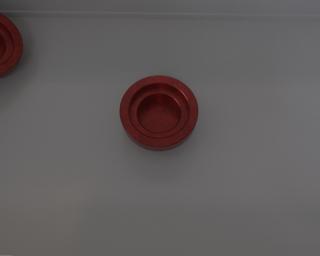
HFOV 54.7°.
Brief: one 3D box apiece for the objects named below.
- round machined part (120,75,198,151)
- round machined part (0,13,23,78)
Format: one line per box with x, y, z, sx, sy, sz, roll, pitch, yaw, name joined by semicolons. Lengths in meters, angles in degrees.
-0.001;-0.016;0.406;0.099;0.042;0.098;0;70;0;round machined part
-0.244;-0.112;0.425;0.099;0.042;0.098;7;75;-29;round machined part
